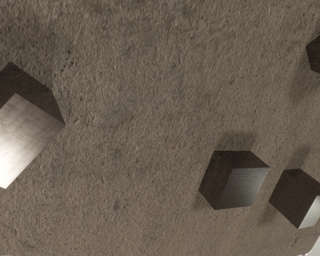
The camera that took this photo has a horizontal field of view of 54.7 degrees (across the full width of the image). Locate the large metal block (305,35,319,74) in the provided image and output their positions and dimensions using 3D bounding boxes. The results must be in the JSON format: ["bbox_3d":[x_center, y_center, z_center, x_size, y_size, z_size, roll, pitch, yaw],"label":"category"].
[{"bbox_3d":[0.281,-0.115,0.457,0.080,0.080,0.050,-40,130,-2],"label":"large metal block"}]

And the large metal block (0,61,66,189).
[{"bbox_3d":[-0.143,-0.005,0.290,0.080,0.080,0.050,-46,130,4],"label":"large metal block"}]

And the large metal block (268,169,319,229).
[{"bbox_3d":[0.275,0.137,0.610,0.050,0.080,0.079,1,118,-29],"label":"large metal block"}]

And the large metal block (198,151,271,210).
[{"bbox_3d":[0.121,0.085,0.512,0.081,0.050,0.079,3,117,-30],"label":"large metal block"}]
